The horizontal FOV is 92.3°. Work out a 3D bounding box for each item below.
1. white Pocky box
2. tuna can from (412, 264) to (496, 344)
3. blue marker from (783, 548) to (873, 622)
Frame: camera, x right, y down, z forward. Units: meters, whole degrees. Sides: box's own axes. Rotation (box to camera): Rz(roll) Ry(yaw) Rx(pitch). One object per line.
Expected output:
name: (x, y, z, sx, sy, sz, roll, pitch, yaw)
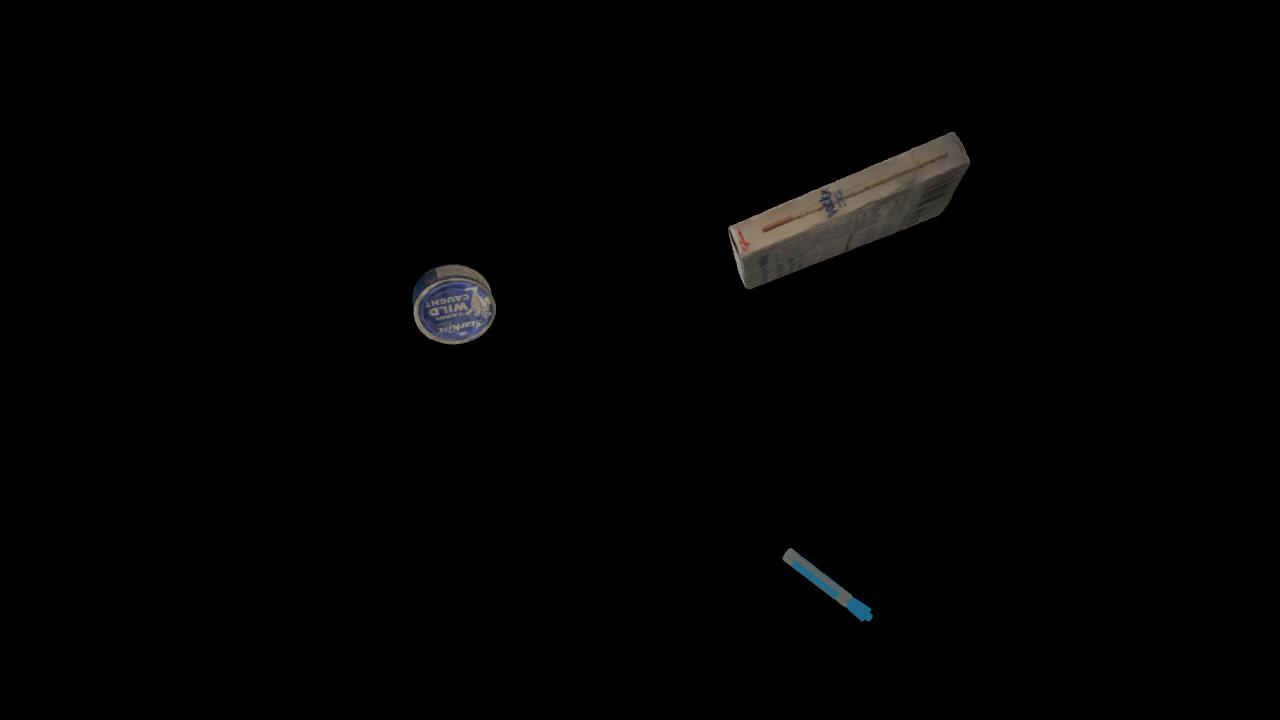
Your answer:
white Pocky box: (0.141, -0.098, 0.432, 0.154, 0.028, 0.084, -21, -13, 9)
tuna can: (-0.199, -0.059, 0.657, 0.084, 0.084, 0.034, 0, 37, -25)
blue marker: (0.229, 0.275, 0.753, 0.020, 0.020, 0.121, 0, 26, -48)
